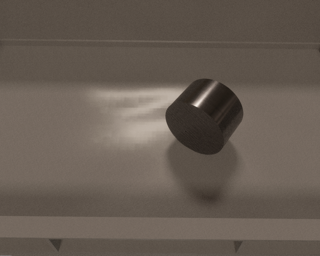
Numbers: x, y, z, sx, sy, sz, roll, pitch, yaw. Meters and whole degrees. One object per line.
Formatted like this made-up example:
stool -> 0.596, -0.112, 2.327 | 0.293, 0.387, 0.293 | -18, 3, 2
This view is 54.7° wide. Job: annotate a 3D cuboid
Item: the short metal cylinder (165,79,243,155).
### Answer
short metal cylinder -> 0.054, -0.013, 0.381 | 0.080, 0.080, 0.050 | 28, 56, 21
